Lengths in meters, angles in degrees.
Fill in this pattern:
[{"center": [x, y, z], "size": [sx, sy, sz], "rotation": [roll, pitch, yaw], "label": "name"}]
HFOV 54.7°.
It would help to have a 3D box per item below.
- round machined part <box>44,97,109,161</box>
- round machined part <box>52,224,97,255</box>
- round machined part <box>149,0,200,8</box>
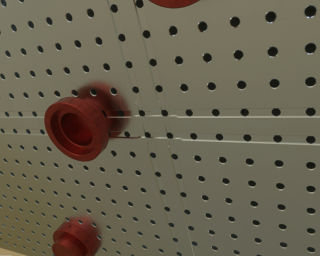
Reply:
[{"center": [-0.118, -0.002, 0.459], "size": [0.098, 0.042, 0.097], "rotation": [13, 124, 20], "label": "round machined part"}, {"center": [-0.186, 0.253, 0.652], "size": [0.098, 0.042, 0.097], "rotation": [13, 124, 20], "label": "round machined part"}, {"center": [0.018, -0.166, 0.287], "size": [0.098, 0.042, 0.097], "rotation": [13, 124, 20], "label": "round machined part"}]
